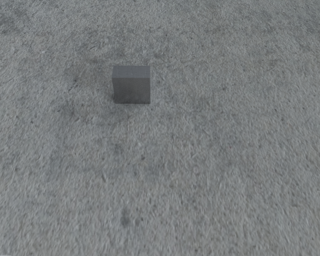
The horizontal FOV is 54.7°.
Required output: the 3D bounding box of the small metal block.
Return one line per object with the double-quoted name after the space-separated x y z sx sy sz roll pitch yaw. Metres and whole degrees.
-0.039 -0.060 0.437 0.050 0.050 0.025 0 50 0 "small metal block"
